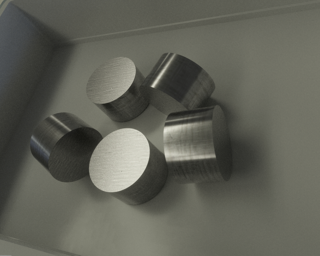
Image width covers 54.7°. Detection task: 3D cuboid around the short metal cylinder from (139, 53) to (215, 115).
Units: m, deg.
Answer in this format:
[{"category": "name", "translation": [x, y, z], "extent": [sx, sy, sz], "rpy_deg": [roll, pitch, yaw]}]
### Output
[{"category": "short metal cylinder", "translation": [0.021, -0.048, 0.387], "extent": [0.080, 0.080, 0.050], "rpy_deg": [24, 75, 36]}]

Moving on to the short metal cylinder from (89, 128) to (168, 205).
[{"category": "short metal cylinder", "translation": [-0.038, 0.047, 0.377], "extent": [0.080, 0.050, 0.080], "rpy_deg": [-13, 56, 20]}]

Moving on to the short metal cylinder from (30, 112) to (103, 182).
[{"category": "short metal cylinder", "translation": [-0.123, 0.025, 0.415], "extent": [0.050, 0.080, 0.080], "rpy_deg": [30, 78, 37]}]

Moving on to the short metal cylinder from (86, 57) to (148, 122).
[{"category": "short metal cylinder", "translation": [-0.059, -0.056, 0.451], "extent": [0.080, 0.050, 0.080], "rpy_deg": [-13, 56, 20]}]

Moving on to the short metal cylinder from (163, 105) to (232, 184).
[{"category": "short metal cylinder", "translation": [0.043, 0.019, 0.333], "extent": [0.050, 0.080, 0.080], "rpy_deg": [-9, 58, 23]}]
